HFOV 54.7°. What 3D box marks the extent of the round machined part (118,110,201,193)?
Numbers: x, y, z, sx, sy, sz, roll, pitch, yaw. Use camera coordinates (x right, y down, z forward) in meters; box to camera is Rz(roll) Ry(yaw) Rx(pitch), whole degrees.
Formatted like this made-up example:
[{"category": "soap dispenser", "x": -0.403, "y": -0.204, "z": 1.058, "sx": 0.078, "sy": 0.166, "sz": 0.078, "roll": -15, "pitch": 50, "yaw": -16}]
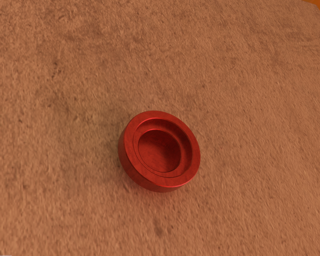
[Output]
[{"category": "round machined part", "x": -0.004, "y": 0.031, "z": 0.373, "sx": 0.099, "sy": 0.042, "sz": 0.098, "roll": 14, "pitch": 56, "yaw": -21}]
